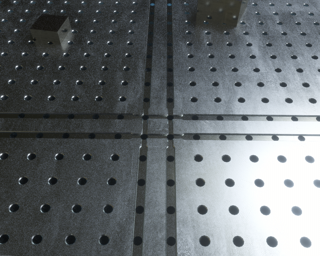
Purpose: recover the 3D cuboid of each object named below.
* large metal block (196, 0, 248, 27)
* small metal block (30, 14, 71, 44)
[{"bbox_3d":[0.125,-0.248,0.601,0.080,0.050,0.080,19,53,15],"label":"large metal block"},{"bbox_3d":[-0.195,-0.178,0.556,0.050,0.025,0.050,8,50,6],"label":"small metal block"}]
